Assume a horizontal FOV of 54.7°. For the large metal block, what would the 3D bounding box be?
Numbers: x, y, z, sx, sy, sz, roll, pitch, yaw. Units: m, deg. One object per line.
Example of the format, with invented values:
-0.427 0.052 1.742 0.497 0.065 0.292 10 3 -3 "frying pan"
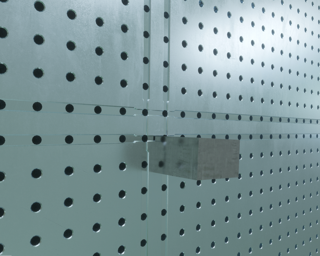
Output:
0.049 0.038 0.417 0.081 0.080 0.050 4 87 -40 "large metal block"
